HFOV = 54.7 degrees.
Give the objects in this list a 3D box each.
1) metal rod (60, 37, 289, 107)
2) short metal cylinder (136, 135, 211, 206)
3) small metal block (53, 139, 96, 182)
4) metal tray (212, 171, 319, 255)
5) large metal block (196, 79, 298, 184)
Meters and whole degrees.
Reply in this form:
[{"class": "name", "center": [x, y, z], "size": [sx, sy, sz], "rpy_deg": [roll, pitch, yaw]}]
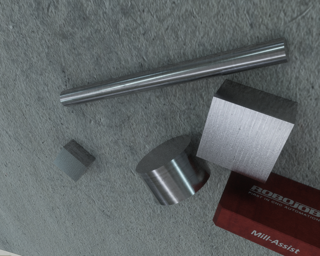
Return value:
[{"class": "metal rod", "center": [-0.007, -0.059, 0.372], "size": [0.300, 0.025, 0.025], "rpy_deg": [-7, 115, 31]}, {"class": "short metal cylinder", "center": [0.017, 0.052, 0.393], "size": [0.080, 0.080, 0.050], "rpy_deg": [-22, 107, 36]}, {"class": "small metal block", "center": [-0.142, 0.054, 0.513], "size": [0.050, 0.025, 0.050], "rpy_deg": [41, 129, -1]}, {"class": "metal tray", "center": [0.136, 0.094, 0.351], "size": [0.130, 0.090, 0.030], "rpy_deg": [20, 126, 15]}, {"class": "large metal block", "center": [0.094, 0.003, 0.342], "size": [0.080, 0.050, 0.079], "rpy_deg": [21, 126, 15]}]
